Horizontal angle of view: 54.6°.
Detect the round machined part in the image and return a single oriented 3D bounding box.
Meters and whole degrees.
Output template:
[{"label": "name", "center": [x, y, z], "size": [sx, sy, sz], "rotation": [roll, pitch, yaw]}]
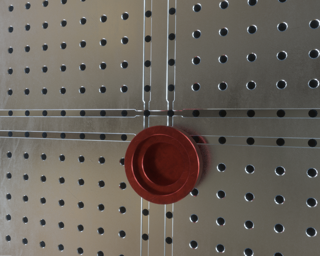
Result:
[{"label": "round machined part", "center": [0.007, 0.045, 0.401], "size": [0.098, 0.042, 0.097], "rotation": [0, 90, 20]}]
